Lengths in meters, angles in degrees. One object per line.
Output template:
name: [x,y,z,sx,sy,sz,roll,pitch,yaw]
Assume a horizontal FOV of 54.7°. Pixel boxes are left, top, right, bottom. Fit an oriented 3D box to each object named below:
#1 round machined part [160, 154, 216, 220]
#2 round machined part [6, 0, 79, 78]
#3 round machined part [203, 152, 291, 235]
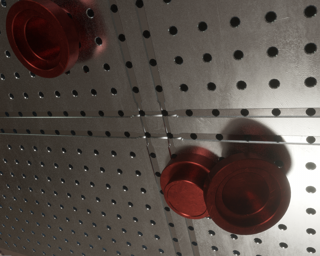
round machined part: [0.044,0.087,0.430,0.098,0.042,0.097,13,124,20]
round machined part: [-0.145,-0.118,0.402,0.098,0.042,0.097,13,124,20]
round machined part: [0.101,0.075,0.375,0.099,0.042,0.097,0,105,-1]
